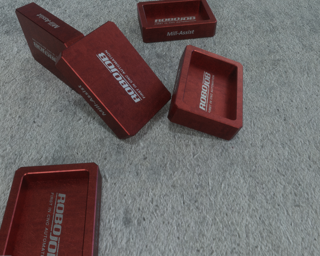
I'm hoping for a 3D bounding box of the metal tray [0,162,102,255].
[{"bbox_3d":[-0.109,0.099,0.315,0.091,0.030,0.130,-3,50,-3],"label":"metal tray"}]

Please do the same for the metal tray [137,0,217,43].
[{"bbox_3d":[0.028,-0.200,0.567,0.131,0.030,0.090,-7,50,-6],"label":"metal tray"}]

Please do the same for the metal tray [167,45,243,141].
[{"bbox_3d":[0.067,-0.053,0.428,0.091,0.030,0.130,18,50,-7],"label":"metal tray"}]

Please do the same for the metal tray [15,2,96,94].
[{"bbox_3d":[-0.153,-0.118,0.458,0.130,0.090,0.030,36,59,26],"label":"metal tray"}]

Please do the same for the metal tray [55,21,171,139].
[{"bbox_3d":[-0.056,-0.061,0.401,0.130,0.030,0.090,50,58,-12],"label":"metal tray"}]
